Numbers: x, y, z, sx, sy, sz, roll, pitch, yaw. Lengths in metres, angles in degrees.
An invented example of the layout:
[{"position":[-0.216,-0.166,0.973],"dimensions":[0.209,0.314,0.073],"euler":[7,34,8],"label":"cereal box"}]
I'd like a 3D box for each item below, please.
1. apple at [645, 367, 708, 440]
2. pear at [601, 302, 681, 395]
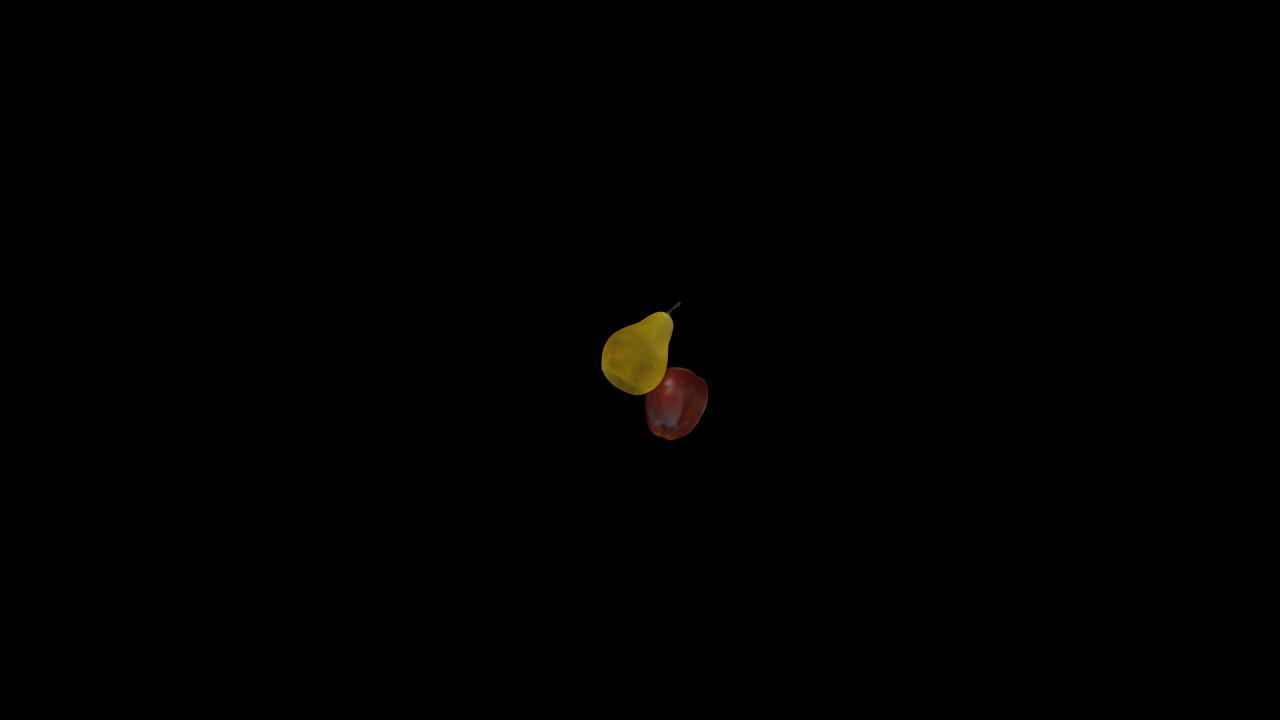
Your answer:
[{"position":[0.042,0.052,0.764],"dimensions":[0.079,0.093,0.079],"euler":[15,-22,6],"label":"apple"},{"position":[0.006,-0.019,0.674],"dimensions":[0.080,0.111,0.080],"euler":[28,-22,13],"label":"pear"}]
